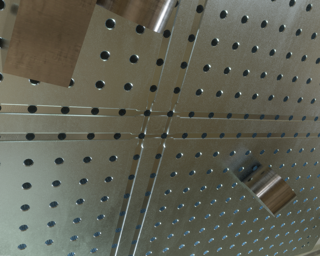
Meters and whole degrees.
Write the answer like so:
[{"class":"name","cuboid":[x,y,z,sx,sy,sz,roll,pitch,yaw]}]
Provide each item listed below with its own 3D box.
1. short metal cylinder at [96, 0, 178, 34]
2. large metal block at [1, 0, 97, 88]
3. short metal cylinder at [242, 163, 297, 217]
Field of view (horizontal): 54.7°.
[{"class":"short metal cylinder","cuboid":[-0.024,-0.127,0.284,0.081,0.080,0.050,13,112,-34]},{"class":"large metal block","cuboid":[-0.099,-0.091,0.265,0.050,0.080,0.079,11,113,-33]},{"class":"short metal cylinder","cuboid":[0.192,0.109,0.548,0.050,0.080,0.080,-42,130,0]}]
